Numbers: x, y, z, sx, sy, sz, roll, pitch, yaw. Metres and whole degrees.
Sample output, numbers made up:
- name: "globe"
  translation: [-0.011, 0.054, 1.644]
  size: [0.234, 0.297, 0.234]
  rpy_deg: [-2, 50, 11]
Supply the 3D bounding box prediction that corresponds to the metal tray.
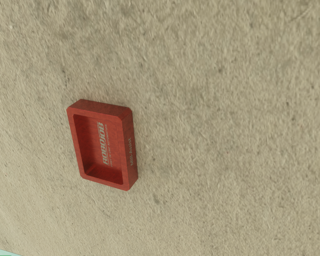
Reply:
- name: "metal tray"
  translation: [-0.083, 0.027, 0.461]
  size: [0.090, 0.030, 0.129]
  rpy_deg: [11, 123, 21]
